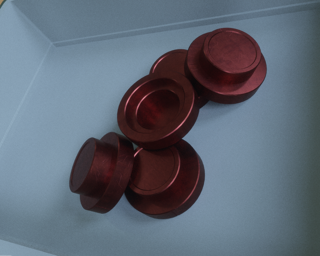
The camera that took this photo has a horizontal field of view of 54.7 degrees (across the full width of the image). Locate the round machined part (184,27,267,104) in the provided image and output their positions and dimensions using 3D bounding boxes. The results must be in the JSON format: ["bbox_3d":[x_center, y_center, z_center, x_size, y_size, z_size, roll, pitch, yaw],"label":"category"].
[{"bbox_3d":[0.081,-0.081,0.372,0.099,0.042,0.098,3,63,-5],"label":"round machined part"}]

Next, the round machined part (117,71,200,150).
[{"bbox_3d":[0.001,-0.018,0.374,0.098,0.042,0.098,-13,56,20],"label":"round machined part"}]

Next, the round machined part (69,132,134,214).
[{"bbox_3d":[-0.075,0.050,0.373,0.098,0.042,0.098,-39,38,40],"label":"round machined part"}]

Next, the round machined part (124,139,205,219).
[{"bbox_3d":[-0.001,0.052,0.360,0.098,0.042,0.098,-13,56,20],"label":"round machined part"}]

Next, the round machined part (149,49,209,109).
[{"bbox_3d":[0.024,-0.068,0.420,0.098,0.042,0.098,-13,56,20],"label":"round machined part"}]
